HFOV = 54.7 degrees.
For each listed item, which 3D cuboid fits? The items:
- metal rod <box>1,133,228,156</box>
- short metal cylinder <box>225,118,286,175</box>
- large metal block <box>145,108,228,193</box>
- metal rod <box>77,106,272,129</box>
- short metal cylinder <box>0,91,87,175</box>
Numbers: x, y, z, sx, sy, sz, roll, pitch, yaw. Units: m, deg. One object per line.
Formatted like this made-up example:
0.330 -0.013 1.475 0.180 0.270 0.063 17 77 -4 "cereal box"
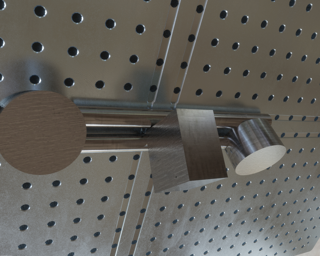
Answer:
-0.036 0.018 0.402 0.303 0.025 0.025 0 118 -29 "metal rod"
0.142 0.030 0.474 0.081 0.050 0.080 -14 145 -10 "short metal cylinder"
0.028 0.030 0.370 0.050 0.080 0.080 1 160 -29 "large metal block"
0.037 -0.012 0.423 0.303 0.025 0.025 1 118 -29 "metal rod"
-0.121 0.002 0.312 0.081 0.050 0.079 -4 97 -28 "short metal cylinder"
